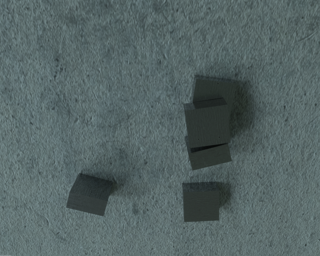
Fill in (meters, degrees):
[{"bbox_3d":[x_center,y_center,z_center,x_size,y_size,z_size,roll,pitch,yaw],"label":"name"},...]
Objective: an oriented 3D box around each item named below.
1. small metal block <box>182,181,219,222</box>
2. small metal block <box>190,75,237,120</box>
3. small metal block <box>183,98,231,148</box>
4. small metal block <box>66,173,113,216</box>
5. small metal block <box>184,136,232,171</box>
[{"bbox_3d":[0.059,0.107,0.450,0.050,0.025,0.050,-3,110,1],"label":"small metal block"},{"bbox_3d":[0.066,-0.038,0.396,0.050,0.025,0.050,6,110,-3],"label":"small metal block"},{"bbox_3d":[0.058,-0.006,0.382,0.050,0.025,0.050,-8,113,4],"label":"small metal block"},{"bbox_3d":[-0.096,0.091,0.429,0.050,0.050,0.025,15,109,-6],"label":"small metal block"},{"bbox_3d":[0.062,0.027,0.406,0.050,0.050,0.025,-14,113,5],"label":"small metal block"}]
